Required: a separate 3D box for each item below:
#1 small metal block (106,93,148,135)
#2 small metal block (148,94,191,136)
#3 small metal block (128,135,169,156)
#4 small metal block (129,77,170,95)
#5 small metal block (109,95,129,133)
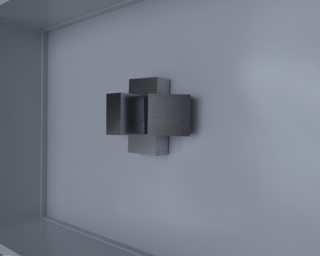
[{"bbox_3d":[-0.040,-0.017,0.388,0.025,0.050,0.050,1,91,39],"label":"small metal block"},{"bbox_3d":[0.011,-0.016,0.380,0.050,0.025,0.050,1,92,0],"label":"small metal block"},{"bbox_3d":[-0.016,0.010,0.417,0.050,0.025,0.050,3,92,40],"label":"small metal block"},{"bbox_3d":[-0.015,-0.041,0.416,0.050,0.025,0.050,3,92,39],"label":"small metal block"},{"bbox_3d":[-0.057,-0.019,0.434,0.050,0.025,0.050,-172,83,-83],"label":"small metal block"}]
